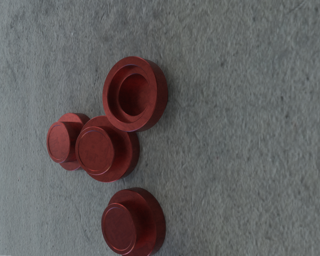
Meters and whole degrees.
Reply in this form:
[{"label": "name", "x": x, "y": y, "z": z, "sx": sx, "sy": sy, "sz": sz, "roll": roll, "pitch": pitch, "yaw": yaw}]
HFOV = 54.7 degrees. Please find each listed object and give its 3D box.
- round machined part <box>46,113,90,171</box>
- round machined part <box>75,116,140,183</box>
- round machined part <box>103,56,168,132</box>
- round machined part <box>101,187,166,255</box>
[{"label": "round machined part", "x": -0.152, "y": 0.023, "z": 0.517, "sx": 0.098, "sy": 0.042, "sz": 0.097, "roll": 0, "pitch": 90, "yaw": 39}, {"label": "round machined part", "x": -0.082, "y": 0.031, "z": 0.446, "sx": 0.098, "sy": 0.042, "sz": 0.097, "roll": 1, "pitch": 93, "yaw": 27}, {"label": "round machined part", "x": -0.028, "y": -0.043, "z": 0.414, "sx": 0.098, "sy": 0.042, "sz": 0.097, "roll": -1, "pitch": 88, "yaw": 38}, {"label": "round machined part", "x": -0.043, "y": 0.134, "z": 0.427, "sx": 0.098, "sy": 0.042, "sz": 0.097, "roll": 0, "pitch": 90, "yaw": 39}]
